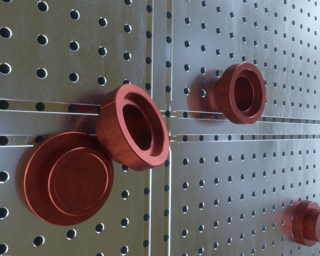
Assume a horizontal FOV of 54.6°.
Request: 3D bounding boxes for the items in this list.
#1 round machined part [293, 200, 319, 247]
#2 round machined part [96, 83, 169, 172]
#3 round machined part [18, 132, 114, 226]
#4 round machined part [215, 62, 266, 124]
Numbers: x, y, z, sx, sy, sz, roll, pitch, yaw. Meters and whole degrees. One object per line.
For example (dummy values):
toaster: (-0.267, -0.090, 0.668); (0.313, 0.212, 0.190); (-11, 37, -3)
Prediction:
round machined part: (0.333, 0.210, 0.676); (0.099, 0.042, 0.097); (0, 90, -40)
round machined part: (-0.034, 0.003, 0.351); (0.098, 0.042, 0.098); (42, 35, -39)
round machined part: (-0.090, 0.053, 0.322); (0.099, 0.042, 0.097); (0, 90, -40)
round machined part: (0.127, -0.054, 0.503); (0.099, 0.042, 0.097); (0, 90, -40)
